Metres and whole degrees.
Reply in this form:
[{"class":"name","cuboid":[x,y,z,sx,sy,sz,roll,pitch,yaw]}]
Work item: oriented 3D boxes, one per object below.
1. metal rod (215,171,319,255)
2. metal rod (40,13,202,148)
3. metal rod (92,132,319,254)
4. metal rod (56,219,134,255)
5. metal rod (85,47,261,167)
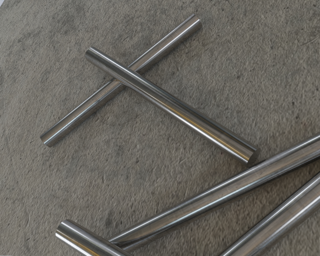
[{"class":"metal rod","cuboid":[0.117,0.084,0.290,0.300,0.025,0.025,-40,51,1]},{"class":"metal rod","cuboid":[-0.061,-0.072,0.480,0.300,0.025,0.025,-38,51,2]},{"class":"metal rod","cuboid":[0.050,0.078,0.329,0.300,0.025,0.025,-29,52,9]},{"class":"metal rod","cuboid":[0.012,0.148,0.273,0.300,0.025,0.025,15,69,33]},{"class":"metal rod","cuboid":[-0.003,-0.042,0.410,0.300,0.025,0.025,36,82,32]}]
